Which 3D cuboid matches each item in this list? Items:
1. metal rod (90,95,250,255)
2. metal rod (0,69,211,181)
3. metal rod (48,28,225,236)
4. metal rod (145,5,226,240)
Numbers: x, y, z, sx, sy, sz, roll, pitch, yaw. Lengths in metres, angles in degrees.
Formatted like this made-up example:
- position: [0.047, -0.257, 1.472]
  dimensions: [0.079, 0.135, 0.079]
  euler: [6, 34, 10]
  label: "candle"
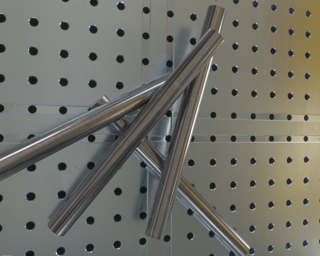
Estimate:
- position: [0.022, 0.073, 0.420]
  dimensions: [0.025, 0.025, 0.300]
  euler: [-47, 105, -14]
  label: "metal rod"
- position: [-0.052, -0.021, 0.365]
  dimensions: [0.302, 0.025, 0.025]
  euler: [-30, 100, -28]
  label: "metal rod"
- position: [-0.027, 0.004, 0.371]
  dimensions: [0.025, 0.025, 0.300]
  euler: [40, 89, -16]
  label: "metal rod"
- position: [0.033, -0.010, 0.394]
  dimensions: [0.025, 0.025, 0.299]
  euler: [17, 86, -19]
  label: "metal rod"
